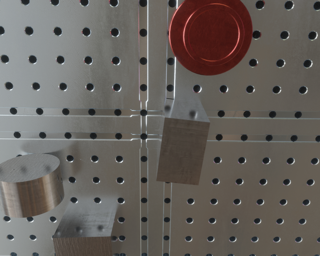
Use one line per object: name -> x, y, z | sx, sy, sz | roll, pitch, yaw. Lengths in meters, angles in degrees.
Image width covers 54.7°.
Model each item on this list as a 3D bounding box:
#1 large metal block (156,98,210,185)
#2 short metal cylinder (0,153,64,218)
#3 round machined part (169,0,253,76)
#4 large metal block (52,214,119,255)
large metal block -> 0.025, 0.014, 0.389 | 0.050, 0.080, 0.079 | 6, 110, -3
short metal cylinder -> -0.171, 0.073, 0.409 | 0.080, 0.080, 0.050 | -1, 110, 0
round machined part -> 0.060, -0.110, 0.364 | 0.099, 0.042, 0.097 | 0, 110, 0
large metal block -> -0.107, 0.180, 0.465 | 0.080, 0.050, 0.079 | -2, 110, 0
